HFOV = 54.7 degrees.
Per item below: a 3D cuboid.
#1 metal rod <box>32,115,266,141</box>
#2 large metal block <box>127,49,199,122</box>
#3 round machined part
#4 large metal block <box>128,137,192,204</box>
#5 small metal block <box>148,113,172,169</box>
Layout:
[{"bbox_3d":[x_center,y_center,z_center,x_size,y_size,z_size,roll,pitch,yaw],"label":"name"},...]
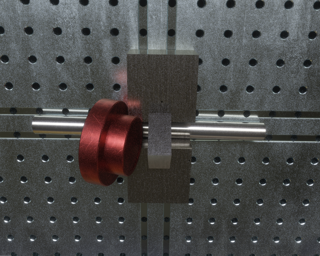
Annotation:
[{"bbox_3d":[-0.013,0.000,0.413,0.302,0.025,0.025,2,110,-1],"label":"metal rod"},{"bbox_3d":[0.003,-0.053,0.380,0.081,0.050,0.079,1,110,-1],"label":"large metal block"},{"bbox_3d":[-0.049,0.018,0.350,0.042,0.098,0.097,9,111,12],"label":"round machined part"},{"bbox_3d":[-0.001,0.054,0.420,0.081,0.050,0.079,1,110,-1],"label":"large metal block"},{"bbox_3d":[0.000,0.016,0.359,0.025,0.050,0.050,1,66,0],"label":"small metal block"}]
